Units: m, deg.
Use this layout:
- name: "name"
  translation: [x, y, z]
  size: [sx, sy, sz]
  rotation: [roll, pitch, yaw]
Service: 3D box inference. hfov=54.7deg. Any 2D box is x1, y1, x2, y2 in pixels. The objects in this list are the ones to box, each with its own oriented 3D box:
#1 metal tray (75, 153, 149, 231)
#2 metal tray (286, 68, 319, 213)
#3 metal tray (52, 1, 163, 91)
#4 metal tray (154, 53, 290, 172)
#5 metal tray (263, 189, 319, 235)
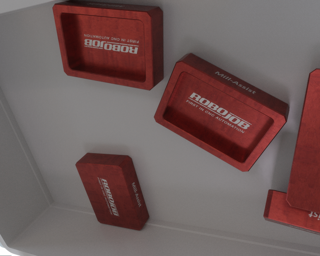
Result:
- name: "metal tray"
  translation: [-0.077, 0.105, 0.511]
  size: [0.090, 0.030, 0.129]
  rotation: [1, 119, 28]
- name: "metal tray"
  translation: [0.174, 0.016, 0.283]
  size: [0.090, 0.030, 0.129]
  rotation: [11, 92, 23]
- name: "metal tray"
  translation: [-0.062, -0.101, 0.374]
  size: [0.130, 0.030, 0.089]
  rotation: [13, 124, 21]
- name: "metal tray"
  translation: [0.067, -0.017, 0.359]
  size: [0.130, 0.030, 0.089]
  rotation: [30, 128, 8]
- name: "metal tray"
  translation: [0.184, 0.102, 0.337]
  size: [0.130, 0.030, 0.090]
  rotation: [11, 166, 22]
